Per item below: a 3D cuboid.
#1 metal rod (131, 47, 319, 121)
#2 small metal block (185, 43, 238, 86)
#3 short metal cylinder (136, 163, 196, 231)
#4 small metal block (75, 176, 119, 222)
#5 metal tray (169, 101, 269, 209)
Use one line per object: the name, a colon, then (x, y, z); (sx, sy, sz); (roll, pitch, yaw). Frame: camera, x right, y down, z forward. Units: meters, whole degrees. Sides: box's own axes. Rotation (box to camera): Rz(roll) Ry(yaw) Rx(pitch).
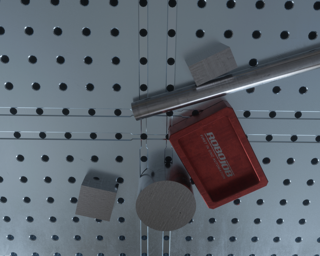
metal rod: (0.111, -0.062, 0.391); (0.301, 0.025, 0.025); (-16, 110, 5)
small metal block: (0.060, -0.077, 0.372); (0.050, 0.050, 0.025); (-24, 108, 8)
short metal cylinder: (0.008, 0.096, 0.435); (0.081, 0.050, 0.079); (0, 110, 0)
small metal block: (-0.091, 0.103, 0.450); (0.050, 0.025, 0.050); (14, 110, -5)
metal tray: (0.080, 0.039, 0.425); (0.090, 0.030, 0.130); (-27, 108, 9)
